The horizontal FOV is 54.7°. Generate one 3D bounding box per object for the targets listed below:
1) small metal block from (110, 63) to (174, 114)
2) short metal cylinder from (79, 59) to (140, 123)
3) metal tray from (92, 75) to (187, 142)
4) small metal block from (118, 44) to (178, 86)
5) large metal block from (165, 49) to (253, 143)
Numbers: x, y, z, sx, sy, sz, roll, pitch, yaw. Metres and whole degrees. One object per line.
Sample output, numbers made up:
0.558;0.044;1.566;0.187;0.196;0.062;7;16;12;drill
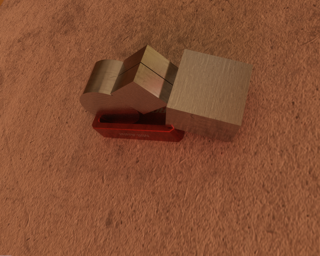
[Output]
-0.021;-0.044;0.359;0.050;0.050;0.025;-17;49;51;small metal block
-0.060;-0.046;0.413;0.080;0.080;0.050;1;63;29;short metal cylinder
-0.023;-0.030;0.433;0.130;0.030;0.090;2;63;29;metal tray
-0.013;-0.066;0.370;0.050;0.050;0.025;-17;49;51;small metal block
0.056;-0.037;0.364;0.080;0.050;0.080;15;67;6;large metal block
